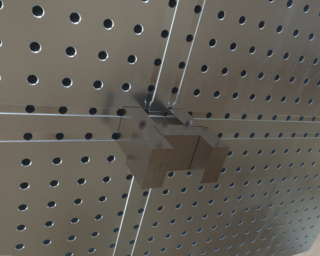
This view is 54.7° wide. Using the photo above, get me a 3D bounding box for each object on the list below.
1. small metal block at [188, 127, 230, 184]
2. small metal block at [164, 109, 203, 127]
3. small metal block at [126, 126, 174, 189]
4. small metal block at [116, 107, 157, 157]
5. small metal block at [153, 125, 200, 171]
[{"bbox_3d":[0.053,0.032,0.379,0.025,0.050,0.050,1,118,-29],"label":"small metal block"},{"bbox_3d":[0.027,0.008,0.416,0.025,0.050,0.050,-1,119,-29],"label":"small metal block"},{"bbox_3d":[-0.013,0.031,0.342,0.025,0.050,0.050,1,118,-29],"label":"small metal block"},{"bbox_3d":[-0.030,0.008,0.384,0.025,0.050,0.050,1,118,-29],"label":"small metal block"},{"bbox_3d":[0.014,0.024,0.371,0.050,0.025,0.050,1,118,-29],"label":"small metal block"}]
